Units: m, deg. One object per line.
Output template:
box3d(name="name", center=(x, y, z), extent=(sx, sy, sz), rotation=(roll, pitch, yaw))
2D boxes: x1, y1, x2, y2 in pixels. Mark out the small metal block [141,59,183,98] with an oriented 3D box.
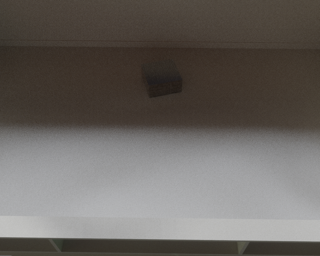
box3d(name="small metal block", center=(0.002, -0.076, 0.469), extent=(0.050, 0.025, 0.050), rotation=(-12, 51, -10))
